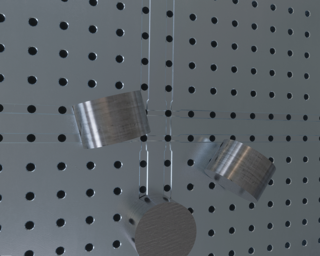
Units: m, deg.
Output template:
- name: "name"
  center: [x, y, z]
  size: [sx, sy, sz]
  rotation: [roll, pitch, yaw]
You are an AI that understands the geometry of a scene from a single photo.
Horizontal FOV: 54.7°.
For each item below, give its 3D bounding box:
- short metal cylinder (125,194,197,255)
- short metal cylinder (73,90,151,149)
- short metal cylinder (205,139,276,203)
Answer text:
- name: "short metal cylinder"
  center: [0.000, 0.130, 0.399]
  size: [0.081, 0.050, 0.079]
  rotation: [0, 90, -20]
- name: "short metal cylinder"
  center: [-0.056, -0.011, 0.363]
  size: [0.081, 0.080, 0.050]
  rotation: [-15, 95, -19]
- name: "short metal cylinder"
  center: [0.109, 0.058, 0.423]
  size: [0.080, 0.080, 0.050]
  rotation: [38, 78, -16]
